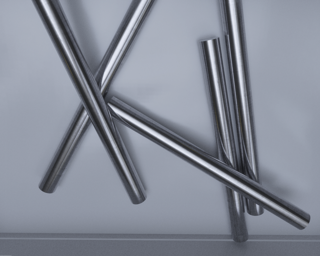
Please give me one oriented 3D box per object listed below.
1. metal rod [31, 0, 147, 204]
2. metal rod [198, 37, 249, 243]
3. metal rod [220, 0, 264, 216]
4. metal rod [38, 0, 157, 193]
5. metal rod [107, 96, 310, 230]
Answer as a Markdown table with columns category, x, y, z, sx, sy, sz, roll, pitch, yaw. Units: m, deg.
| category | x | y | z | sx | sy | sz | roll | pitch | yaw |
| --- | --- | --- | --- | --- | --- | --- | --- | --- | --- |
| metal rod | -0.076 | -0.021 | 0.377 | 0.025 | 0.025 | 0.299 | -17 | 119 | 6 |
| metal rod | 0.091 | 0.030 | 0.422 | 0.025 | 0.025 | 0.298 | -12 | 110 | 4 |
| metal rod | 0.111 | -0.015 | 0.406 | 0.025 | 0.025 | 0.298 | -11 | 110 | 4 |
| metal rod | -0.086 | -0.037 | 0.396 | 0.025 | 0.025 | 0.298 | 29 | 107 | -10 |
| metal rod | 0.063 | 0.047 | 0.406 | 0.301 | 0.025 | 0.025 | 31 | 107 | -3 |
